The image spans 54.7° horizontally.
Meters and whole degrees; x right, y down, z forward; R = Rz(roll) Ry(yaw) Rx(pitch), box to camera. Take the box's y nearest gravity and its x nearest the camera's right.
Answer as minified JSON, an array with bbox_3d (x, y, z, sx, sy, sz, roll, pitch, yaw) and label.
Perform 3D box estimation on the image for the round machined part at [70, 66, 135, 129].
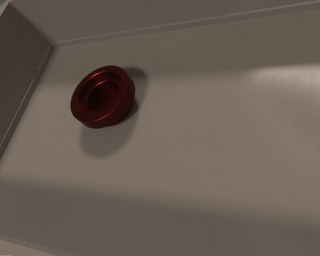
[{"bbox_3d":[-0.080,-0.041,0.460,0.098,0.042,0.098,-13,56,20],"label":"round machined part"}]
